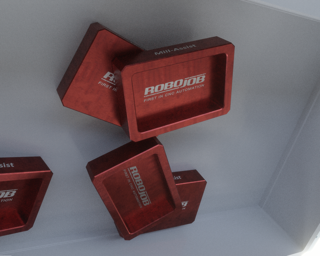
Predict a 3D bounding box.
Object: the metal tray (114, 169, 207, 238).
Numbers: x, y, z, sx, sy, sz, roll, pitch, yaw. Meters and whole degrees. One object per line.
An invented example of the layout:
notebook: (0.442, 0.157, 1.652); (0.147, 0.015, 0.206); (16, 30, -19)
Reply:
metal tray: (0.001, 0.114, 0.477); (0.131, 0.030, 0.089); (-2, 120, -27)

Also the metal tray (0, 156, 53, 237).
metal tray: (-0.190, 0.076, 0.324); (0.131, 0.030, 0.089); (4, 118, -50)

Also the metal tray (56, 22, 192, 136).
metal tray: (-0.037, -0.048, 0.355); (0.131, 0.030, 0.090); (22, 107, -36)

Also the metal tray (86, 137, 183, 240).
metal tray: (-0.027, 0.079, 0.399); (0.091, 0.030, 0.129); (-26, 128, -12)

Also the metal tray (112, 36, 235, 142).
metal tray: (0.019, -0.045, 0.348); (0.131, 0.030, 0.089); (-17, 125, -19)
